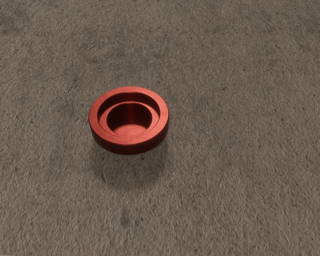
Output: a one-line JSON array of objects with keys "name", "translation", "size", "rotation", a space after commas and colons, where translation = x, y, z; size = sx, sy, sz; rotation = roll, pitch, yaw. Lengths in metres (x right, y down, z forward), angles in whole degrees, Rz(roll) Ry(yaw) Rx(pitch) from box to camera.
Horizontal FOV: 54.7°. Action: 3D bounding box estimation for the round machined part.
[{"name": "round machined part", "translation": [-0.038, -0.005, 0.396], "size": [0.099, 0.042, 0.098], "rotation": [0, 50, 0]}]
